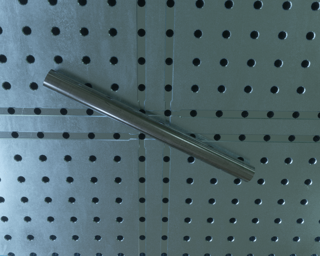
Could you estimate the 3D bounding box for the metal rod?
[{"bbox_3d":[-0.007,0.001,0.414,0.301,0.025,0.025,26,108,-10],"label":"metal rod"}]
